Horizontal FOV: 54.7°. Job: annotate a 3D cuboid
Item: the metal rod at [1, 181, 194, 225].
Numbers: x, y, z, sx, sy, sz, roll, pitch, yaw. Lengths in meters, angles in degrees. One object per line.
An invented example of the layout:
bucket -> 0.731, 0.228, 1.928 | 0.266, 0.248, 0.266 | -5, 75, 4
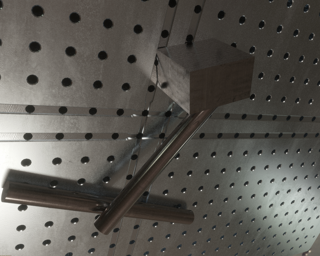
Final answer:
metal rod -> -0.064, 0.114, 0.447 | 0.302, 0.025, 0.025 | 19, 108, -36

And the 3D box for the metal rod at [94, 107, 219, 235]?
metal rod -> 0.019, 0.021, 0.418 | 0.300, 0.025, 0.025 | -49, 130, -1

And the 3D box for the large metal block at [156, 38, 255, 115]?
large metal block -> 0.050, -0.065, 0.365 | 0.081, 0.080, 0.050 | -16, 125, -20
